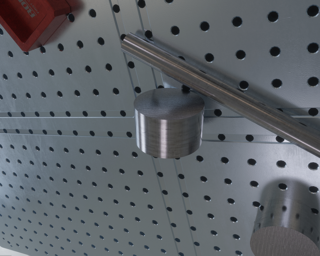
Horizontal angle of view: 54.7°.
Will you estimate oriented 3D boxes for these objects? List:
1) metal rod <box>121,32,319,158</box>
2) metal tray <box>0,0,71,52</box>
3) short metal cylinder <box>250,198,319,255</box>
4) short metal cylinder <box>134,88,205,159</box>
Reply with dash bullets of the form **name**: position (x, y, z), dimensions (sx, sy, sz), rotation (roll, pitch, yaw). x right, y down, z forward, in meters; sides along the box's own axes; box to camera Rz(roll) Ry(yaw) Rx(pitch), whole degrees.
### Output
- **metal rod**: position (0.090, -0.028, 0.346), dimensions (0.301, 0.025, 0.025), rotation (30, 128, 9)
- **metal tray**: position (-0.186, -0.176, 0.397), dimensions (0.090, 0.030, 0.130), rotation (-30, 102, 37)
- **short metal cylinder**: position (0.161, 0.137, 0.395), dimensions (0.080, 0.050, 0.079), rotation (13, 124, 21)
- **short metal cylinder**: position (0.010, -0.008, 0.365), dimensions (0.080, 0.080, 0.050), rotation (13, 124, 21)
